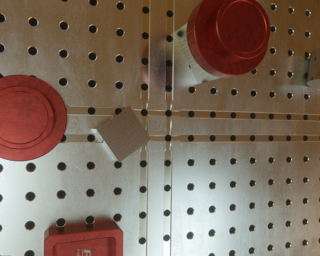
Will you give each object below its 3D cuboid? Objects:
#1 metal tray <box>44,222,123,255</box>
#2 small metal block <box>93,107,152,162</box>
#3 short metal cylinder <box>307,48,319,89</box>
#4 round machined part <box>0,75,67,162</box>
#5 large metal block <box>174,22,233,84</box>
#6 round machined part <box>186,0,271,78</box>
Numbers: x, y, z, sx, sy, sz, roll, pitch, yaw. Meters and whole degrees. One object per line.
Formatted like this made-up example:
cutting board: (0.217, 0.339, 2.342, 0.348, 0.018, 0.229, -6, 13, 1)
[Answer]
metal tray: (-0.093, 0.186, 0.375, 0.091, 0.030, 0.129, 0, 90, -20)
small metal block: (-0.048, 0.008, 0.395, 0.050, 0.025, 0.050, -36, 102, -16)
short metal cylinder: (0.278, -0.091, 0.485, 0.081, 0.080, 0.050, 10, 87, -20)
round machined part: (-0.155, -0.011, 0.346, 0.099, 0.042, 0.097, 0, 90, -20)
large metal block: (0.072, -0.110, 0.409, 0.050, 0.080, 0.080, -29, 100, -18)
round machined part: (0.083, -0.108, 0.349, 0.099, 0.042, 0.097, 0, 90, -20)
